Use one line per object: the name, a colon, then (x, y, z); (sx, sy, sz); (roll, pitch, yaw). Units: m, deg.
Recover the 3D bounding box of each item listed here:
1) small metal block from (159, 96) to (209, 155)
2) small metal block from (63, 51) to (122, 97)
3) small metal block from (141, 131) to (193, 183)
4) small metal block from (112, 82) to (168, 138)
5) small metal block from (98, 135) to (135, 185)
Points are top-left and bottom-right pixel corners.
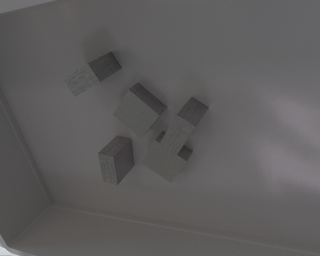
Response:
small metal block: (0.030, -0.003, 0.375); (0.025, 0.050, 0.050); (34, 129, 6)
small metal block: (-0.085, -0.069, 0.395); (0.050, 0.050, 0.025); (-22, 107, 36)
small metal block: (0.010, 0.040, 0.429); (0.050, 0.025, 0.050); (34, 129, 5)
small metal block: (-0.027, -0.023, 0.409); (0.050, 0.025, 0.050); (40, 129, 0)
small metal block: (-0.063, 0.047, 0.455); (0.025, 0.050, 0.050); (11, 123, 22)
